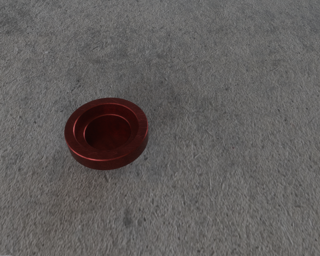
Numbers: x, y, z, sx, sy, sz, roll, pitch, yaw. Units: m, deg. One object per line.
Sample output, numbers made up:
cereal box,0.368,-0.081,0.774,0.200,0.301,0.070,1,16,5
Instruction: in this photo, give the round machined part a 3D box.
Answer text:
round machined part,-0.063,0.011,0.383,0.099,0.042,0.098,0,50,0
